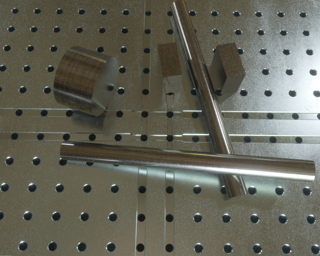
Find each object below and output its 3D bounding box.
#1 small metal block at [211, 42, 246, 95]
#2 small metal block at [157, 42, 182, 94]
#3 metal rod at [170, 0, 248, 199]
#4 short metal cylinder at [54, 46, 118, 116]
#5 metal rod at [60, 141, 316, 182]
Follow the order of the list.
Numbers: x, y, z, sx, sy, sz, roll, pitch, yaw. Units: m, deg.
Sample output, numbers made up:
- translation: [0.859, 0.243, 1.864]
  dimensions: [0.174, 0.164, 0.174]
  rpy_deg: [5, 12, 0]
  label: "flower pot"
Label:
- translation: [0.093, -0.081, 0.429]
  dimensions: [0.025, 0.050, 0.050]
  rpy_deg: [-11, 71, -4]
  label: "small metal block"
- translation: [0.013, -0.082, 0.428]
  dimensions: [0.025, 0.050, 0.050]
  rpy_deg: [-8, 70, -3]
  label: "small metal block"
- translation: [0.062, -0.052, 0.431]
  dimensions: [0.025, 0.025, 0.299]
  rpy_deg: [-12, 70, -5]
  label: "metal rod"
- translation: [-0.094, -0.061, 0.404]
  dimensions: [0.050, 0.080, 0.080]
  rpy_deg: [19, 71, 7]
  label: "short metal cylinder"
- translation: [0.025, 0.039, 0.378]
  dimensions: [0.301, 0.025, 0.025]
  rpy_deg: [4, 70, 9]
  label: "metal rod"
